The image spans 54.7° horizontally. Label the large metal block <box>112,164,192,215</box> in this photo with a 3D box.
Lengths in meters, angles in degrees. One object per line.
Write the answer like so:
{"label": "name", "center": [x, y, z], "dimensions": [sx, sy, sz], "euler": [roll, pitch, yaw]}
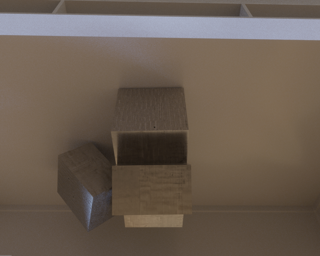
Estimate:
{"label": "large metal block", "center": [-0.008, 0.066, 0.353], "dimensions": [0.081, 0.080, 0.050], "euler": [-1, 85, 0]}

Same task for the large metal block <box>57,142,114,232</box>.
{"label": "large metal block", "center": [-0.097, 0.080, 0.427], "dimensions": [0.050, 0.080, 0.079], "euler": [-25, 144, -39]}

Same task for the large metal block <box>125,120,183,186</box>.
{"label": "large metal block", "center": [-0.010, 0.034, 0.422], "dimensions": [0.081, 0.050, 0.079], "euler": [-1, 130, 0]}

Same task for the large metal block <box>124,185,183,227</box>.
{"label": "large metal block", "center": [-0.009, 0.095, 0.451], "dimensions": [0.081, 0.080, 0.050], "euler": [0, 130, -1]}

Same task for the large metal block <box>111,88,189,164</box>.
{"label": "large metal block", "center": [-0.010, -0.004, 0.366], "dimensions": [0.081, 0.080, 0.050], "euler": [-1, 130, 0]}
